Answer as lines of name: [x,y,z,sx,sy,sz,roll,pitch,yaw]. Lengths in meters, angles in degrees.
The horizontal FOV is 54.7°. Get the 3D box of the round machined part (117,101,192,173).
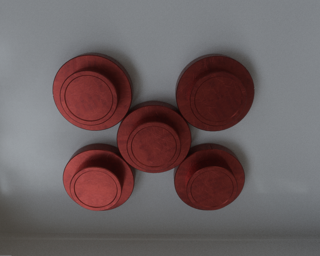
round machined part: [-0.008,0.017,0.406,0.099,0.042,0.097,0,110,-1]

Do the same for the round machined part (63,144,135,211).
round machined part: [-0.085,0.074,0.427,0.099,0.042,0.097,0,110,-1]

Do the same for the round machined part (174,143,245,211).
round machined part: [0.069,0.074,0.429,0.099,0.042,0.097,0,110,-1]

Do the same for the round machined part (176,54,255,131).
round machined part: [0.069,-0.041,0.387,0.099,0.042,0.097,0,110,-1]

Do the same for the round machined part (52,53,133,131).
round machined part: [-0.084,-0.042,0.384,0.099,0.042,0.097,0,110,-1]
